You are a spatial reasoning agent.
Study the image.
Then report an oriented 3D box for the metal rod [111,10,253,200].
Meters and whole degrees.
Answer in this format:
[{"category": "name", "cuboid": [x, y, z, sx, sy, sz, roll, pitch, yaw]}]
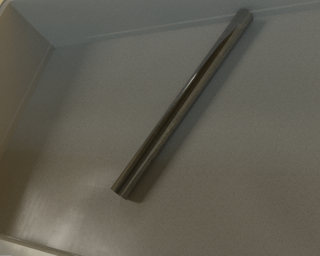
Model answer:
[{"category": "metal rod", "cuboid": [0.035, -0.038, 0.409, 0.025, 0.025, 0.300, 27, 76, 37]}]
